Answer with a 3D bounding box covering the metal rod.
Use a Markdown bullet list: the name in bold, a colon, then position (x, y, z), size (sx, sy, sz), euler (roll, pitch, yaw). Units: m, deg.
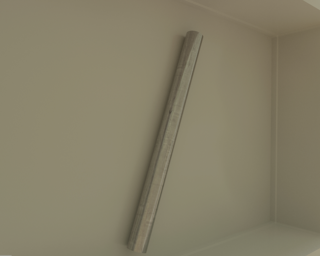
- **metal rod**: position (0.011, 0.008, 0.411), size (0.025, 0.025, 0.299), euler (25, 74, -37)
